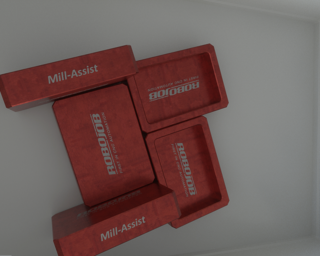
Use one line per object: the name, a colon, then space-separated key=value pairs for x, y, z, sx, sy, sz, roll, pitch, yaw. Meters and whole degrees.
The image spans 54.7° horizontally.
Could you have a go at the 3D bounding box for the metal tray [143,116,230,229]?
metal tray: x=0.034 y=0.057 z=0.420 sx=0.091 sy=0.030 sz=0.129 roll=-19 pitch=97 yaw=-19

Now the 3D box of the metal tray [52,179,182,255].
metal tray: x=-0.053 y=0.101 z=0.354 sx=0.131 sy=0.090 sz=0.030 roll=-18 pitch=97 yaw=-19

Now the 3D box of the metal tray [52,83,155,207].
metal tray: x=-0.068 y=0.019 z=0.380 sx=0.091 sy=0.030 sz=0.129 roll=-19 pitch=97 yaw=-19

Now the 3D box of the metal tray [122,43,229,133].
metal tray: x=0.021 y=-0.054 z=0.415 sx=0.131 sy=0.030 sz=0.089 roll=-18 pitch=96 yaw=-20

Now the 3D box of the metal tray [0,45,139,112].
metal tray: x=-0.098 y=-0.052 z=0.336 sx=0.131 sy=0.090 sz=0.030 roll=-19 pitch=97 yaw=-19
